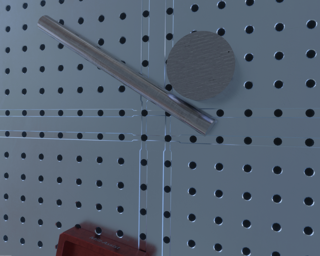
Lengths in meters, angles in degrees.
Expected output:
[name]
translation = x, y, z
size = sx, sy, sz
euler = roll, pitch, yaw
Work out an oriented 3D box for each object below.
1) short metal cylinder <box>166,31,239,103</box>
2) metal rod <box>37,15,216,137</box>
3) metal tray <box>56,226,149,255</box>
[short metal cylinder]
translation = 0.054, -0.072, 0.380
size = 0.080, 0.050, 0.079
euler = 0, 90, 19
[metal rod]
translation = -0.057, -0.080, 0.431
size = 0.300, 0.025, 0.025
euler = 34, 101, 16
[metal tray]
translation = -0.087, 0.205, 0.439
size = 0.130, 0.030, 0.089
euler = 13, 94, 19
